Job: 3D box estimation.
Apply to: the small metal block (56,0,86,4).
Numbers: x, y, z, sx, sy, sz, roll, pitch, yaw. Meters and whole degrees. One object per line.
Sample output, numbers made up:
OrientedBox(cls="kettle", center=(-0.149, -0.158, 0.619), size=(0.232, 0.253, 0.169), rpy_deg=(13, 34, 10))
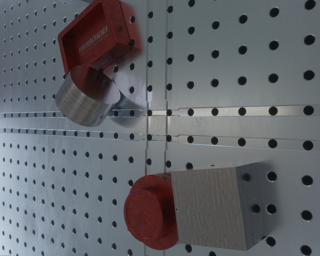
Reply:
OrientedBox(cls="small metal block", center=(-0.151, -0.245, 0.534), size=(0.050, 0.025, 0.050), rpy_deg=(12, 98, 39))

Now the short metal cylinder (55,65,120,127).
OrientedBox(cls="short metal cylinder", center=(-0.107, -0.048, 0.462), size=(0.050, 0.081, 0.080), rpy_deg=(-48, 62, 29))

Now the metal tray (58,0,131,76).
OrientedBox(cls="metal tray", center=(-0.109, -0.138, 0.496), size=(0.130, 0.030, 0.090), rpy_deg=(-24, 75, 37))

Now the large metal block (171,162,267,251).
OrientedBox(cls="large metal block", center=(0.063, 0.083, 0.341), size=(0.080, 0.050, 0.080), rpy_deg=(-11, 83, 39))

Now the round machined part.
OrientedBox(cls="round machined part", center=(-0.009, 0.111, 0.406), size=(0.098, 0.042, 0.097), rpy_deg=(0, 90, 40))
